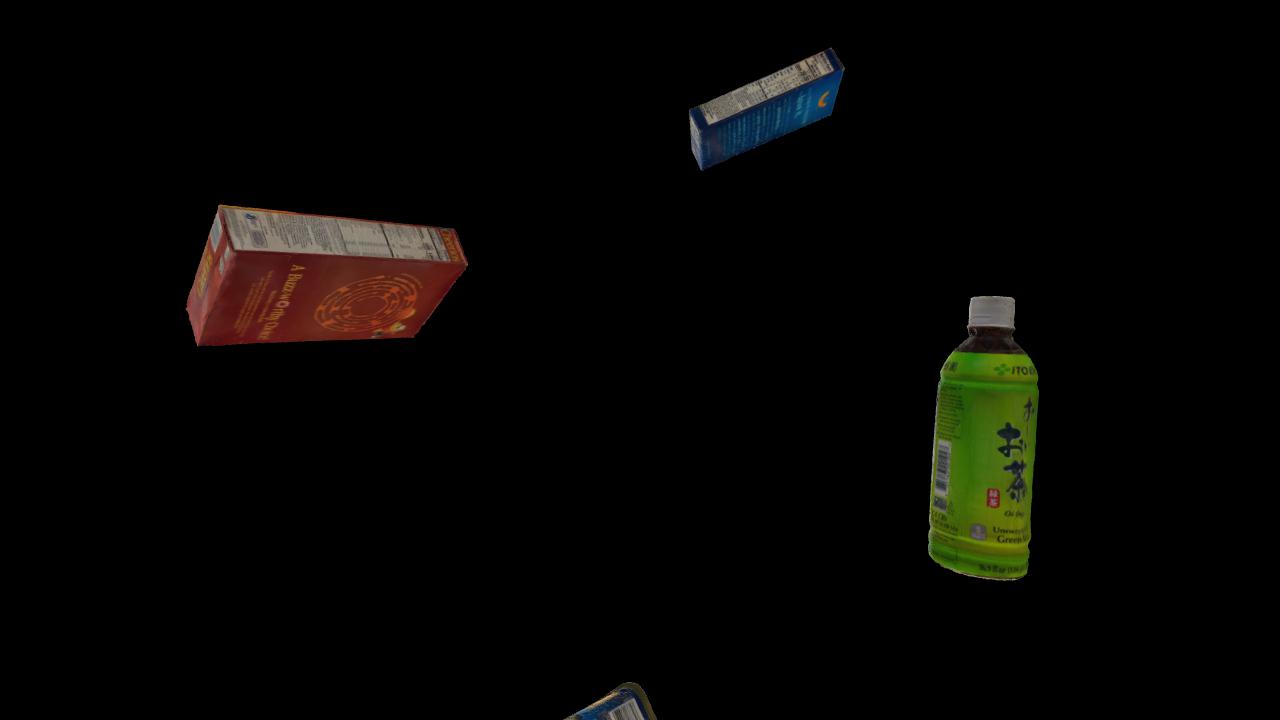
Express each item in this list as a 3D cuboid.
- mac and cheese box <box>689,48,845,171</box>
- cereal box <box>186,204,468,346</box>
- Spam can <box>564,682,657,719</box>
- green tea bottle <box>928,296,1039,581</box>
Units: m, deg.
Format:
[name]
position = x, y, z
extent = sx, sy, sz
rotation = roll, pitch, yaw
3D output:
[mac and cheese box]
position = 0.153, -0.308, 0.766
extent = 0.184, 0.041, 0.093
rotation = -23, -16, 2
[cereal box]
position = -0.421, -0.107, 0.851
extent = 0.306, 0.081, 0.203
rotation = -7, -25, -49
[Spam can]
position = -0.047, 0.338, 0.539
extent = 0.101, 0.058, 0.085
rotation = -44, -29, 23
[green tea bottle]
position = 0.267, 0.057, 0.479
extent = 0.073, 0.212, 0.073
rotation = 1, 2, 0
